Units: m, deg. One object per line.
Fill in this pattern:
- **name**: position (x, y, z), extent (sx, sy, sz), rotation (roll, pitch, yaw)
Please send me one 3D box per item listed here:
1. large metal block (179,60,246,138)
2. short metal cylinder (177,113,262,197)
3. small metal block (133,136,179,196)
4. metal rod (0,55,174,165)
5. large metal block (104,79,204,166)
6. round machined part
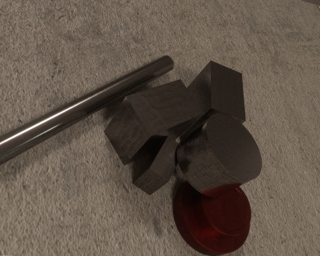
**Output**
- **large metal block**: position (0.070, -0.031, 0.427), extent (0.050, 0.080, 0.080), rotation (18, 55, -18)
- **short metal cylinder**: position (0.066, 0.030, 0.347), extent (0.080, 0.050, 0.080), rotation (22, 47, -26)
- **small metal block**: position (-0.001, 0.045, 0.361), extent (0.025, 0.050, 0.050), rotation (36, 51, -5)
- **metal rod**: position (-0.085, -0.030, 0.377), extent (0.025, 0.025, 0.302), rotation (49, 51, 6)
- **large metal block**: position (-0.009, -0.006, 0.369), extent (0.081, 0.080, 0.050), rotation (-23, 75, -37)
- **round machined part**: position (0.069, 0.099, 0.372), extent (0.099, 0.042, 0.098), rotation (14, 56, -21)
